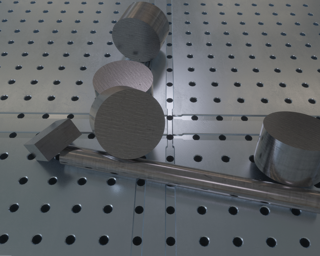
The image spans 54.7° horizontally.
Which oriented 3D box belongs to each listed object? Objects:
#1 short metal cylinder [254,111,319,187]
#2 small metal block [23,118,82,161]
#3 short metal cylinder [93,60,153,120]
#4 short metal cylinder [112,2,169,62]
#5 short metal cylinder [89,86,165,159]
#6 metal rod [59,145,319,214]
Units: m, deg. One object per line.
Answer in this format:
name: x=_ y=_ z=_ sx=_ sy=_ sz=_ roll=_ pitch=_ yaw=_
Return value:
short metal cylinder: x=0.156 y=0.022 z=0.360 sx=0.081 sy=0.050 sz=0.080 roll=3 pitch=33 yaw=-1
small metal block: x=-0.131 y=0.014 z=0.377 sx=0.050 sy=0.025 sz=0.050 roll=-44 pitch=22 yaw=-30
short metal cylinder: x=-0.049 y=-0.050 z=0.433 sx=0.081 sy=0.050 sz=0.080 roll=0 pitch=50 yaw=0
short metal cylinder: x=-0.030 y=-0.155 z=0.502 sx=0.080 sy=0.080 sz=0.050 roll=13 pitch=52 yaw=11
short metal cylinder: x=-0.040 y=-0.008 z=0.367 sx=0.081 sy=0.080 sz=0.050 roll=-18 pitch=17 yaw=-15
metal rod: x=0.030 y=0.057 z=0.359 sx=0.301 sy=0.025 sz=0.025 roll=10 pitch=51 yaw=8
